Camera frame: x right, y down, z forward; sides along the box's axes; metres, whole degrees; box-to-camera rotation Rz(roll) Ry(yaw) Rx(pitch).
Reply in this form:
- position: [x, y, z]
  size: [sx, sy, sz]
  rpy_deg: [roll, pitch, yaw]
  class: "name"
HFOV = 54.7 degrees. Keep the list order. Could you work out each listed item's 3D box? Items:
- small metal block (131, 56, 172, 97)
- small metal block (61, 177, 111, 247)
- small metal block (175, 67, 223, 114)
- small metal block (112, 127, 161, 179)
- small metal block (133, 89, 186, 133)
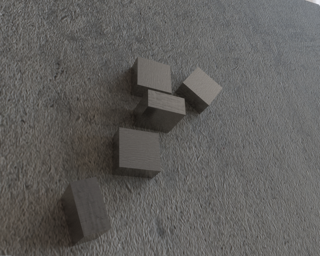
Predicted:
- position: [-0.013, -0.068, 0.438]
  size: [0.050, 0.025, 0.050]
  rpy_deg: [12, 57, -22]
  class: "small metal block"
- position: [-0.073, 0.081, 0.299]
  size: [0.025, 0.050, 0.050]
  rpy_deg: [-8, 66, -32]
  class: "small metal block"
- position: [0.059, -0.058, 0.471]
  size: [0.050, 0.025, 0.050]
  rpy_deg: [41, 51, 0]
  class: "small metal block"
- position: [-0.028, 0.030, 0.370]
  size: [0.050, 0.025, 0.050]
  rpy_deg: [10, 58, -23]
  class: "small metal block"
- position: [-0.002, -0.020, 0.399]
  size: [0.050, 0.050, 0.025]
  rpy_deg: [12, 57, -22]
  class: "small metal block"
